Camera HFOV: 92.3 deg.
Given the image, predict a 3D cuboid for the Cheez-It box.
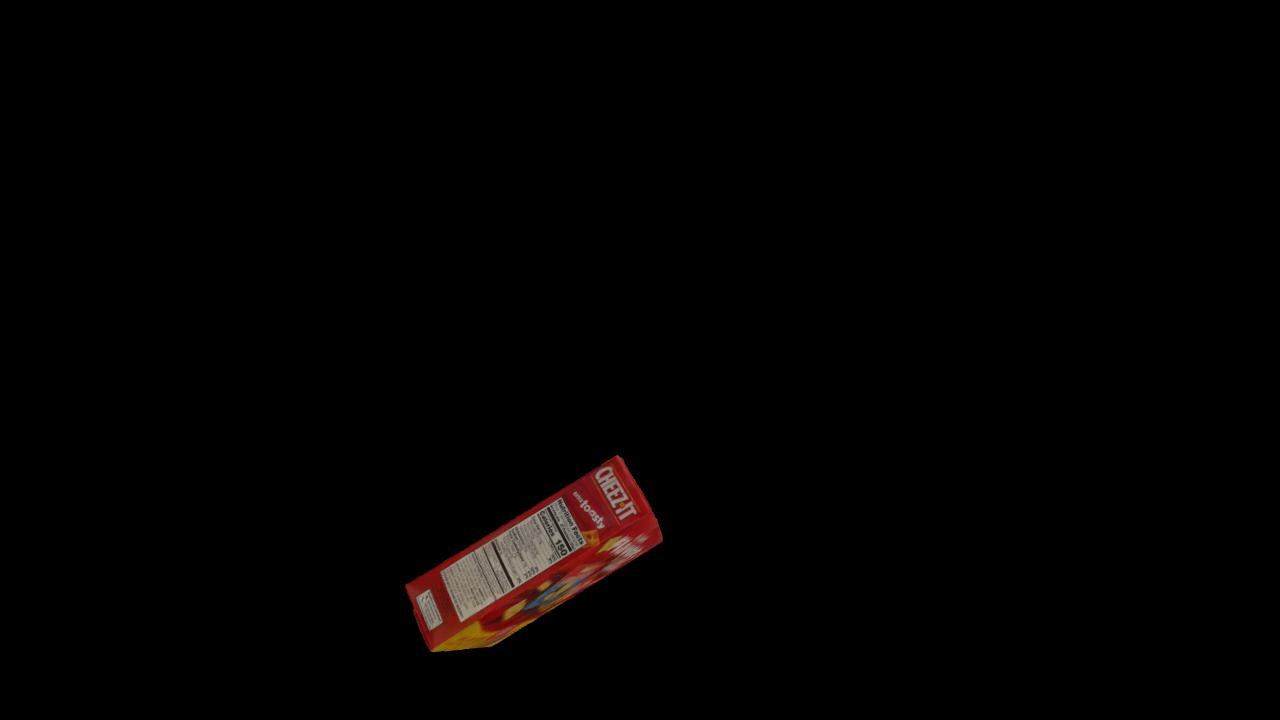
[{"bbox_3d":[-0.089,0.197,0.609,0.223,0.071,0.166,-30,-24,-7],"label":"Cheez-It box"}]
